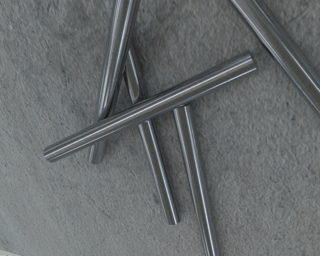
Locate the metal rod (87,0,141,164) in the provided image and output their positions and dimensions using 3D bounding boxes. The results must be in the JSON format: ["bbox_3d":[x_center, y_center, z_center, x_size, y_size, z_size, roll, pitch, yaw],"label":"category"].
[{"bbox_3d":[-0.062,-0.049,0.380,0.025,0.025,0.298,31,137,8],"label":"metal rod"}]

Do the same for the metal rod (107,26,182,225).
[{"bbox_3d":[-0.013,0.011,0.419,0.025,0.025,0.298,-1,118,28],"label":"metal rod"}]

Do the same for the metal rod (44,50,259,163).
[{"bbox_3d":[-0.030,-0.015,0.377,0.300,0.025,0.025,-23,107,25],"label":"metal rod"}]

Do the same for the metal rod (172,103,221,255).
[{"bbox_3d":[0.058,0.101,0.437,0.025,0.025,0.298,0,119,28],"label":"metal rod"}]

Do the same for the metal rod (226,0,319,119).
[{"bbox_3d":[0.097,-0.099,0.293,0.300,0.025,0.025,49,128,-7],"label":"metal rod"}]
